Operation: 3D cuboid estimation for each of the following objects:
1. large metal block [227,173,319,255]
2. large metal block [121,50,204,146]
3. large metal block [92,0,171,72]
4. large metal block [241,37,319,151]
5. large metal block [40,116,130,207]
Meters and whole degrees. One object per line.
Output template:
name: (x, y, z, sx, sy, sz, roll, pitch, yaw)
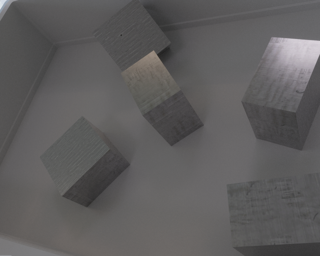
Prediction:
large metal block: (0.109, 0.080, 0.264, 0.080, 0.080, 0.050, -12, 57, 21)
large metal block: (0.003, -0.036, 0.391, 0.050, 0.080, 0.080, -34, 51, 6)
large metal block: (-0.040, -0.131, 0.465, 0.080, 0.050, 0.080, -38, 95, 3)
large metal block: (0.132, -0.034, 0.322, 0.050, 0.080, 0.080, 17, 71, 35)
large metal block: (-0.101, 0.044, 0.416, 0.080, 0.050, 0.080, -45, 51, -3)
